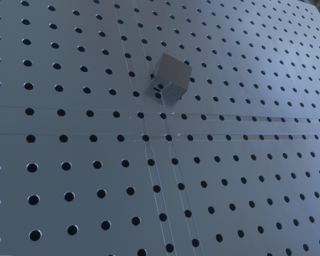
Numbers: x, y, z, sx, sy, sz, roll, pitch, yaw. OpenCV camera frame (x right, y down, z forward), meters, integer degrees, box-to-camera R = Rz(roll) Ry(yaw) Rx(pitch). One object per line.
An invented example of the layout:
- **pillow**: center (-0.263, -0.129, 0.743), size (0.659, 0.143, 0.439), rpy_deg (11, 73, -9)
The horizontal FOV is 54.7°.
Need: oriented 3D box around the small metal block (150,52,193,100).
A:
- **small metal block**: center (0.018, -0.078, 0.467), size (0.050, 0.025, 0.050), rpy_deg (24, 53, -14)
